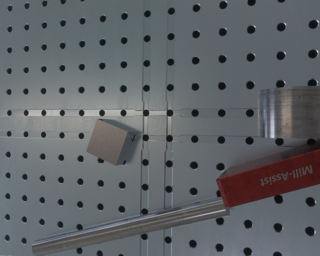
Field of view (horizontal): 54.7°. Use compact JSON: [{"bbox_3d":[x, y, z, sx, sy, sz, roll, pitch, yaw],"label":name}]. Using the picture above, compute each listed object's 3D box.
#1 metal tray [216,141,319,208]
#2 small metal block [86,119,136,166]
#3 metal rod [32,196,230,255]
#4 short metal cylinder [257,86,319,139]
[{"bbox_3d":[0.133,0.045,0.331,0.130,0.090,0.030,-20,83,18],"label":"metal tray"},{"bbox_3d":[-0.069,0.019,0.437,0.050,0.025,0.050,22,97,18],"label":"small metal block"},{"bbox_3d":[-0.053,0.141,0.431,0.300,0.025,0.025,-18,84,18],"label":"metal rod"},{"bbox_3d":[0.146,-0.015,0.332,0.080,0.080,0.050,0,90,20],"label":"short metal cylinder"}]
